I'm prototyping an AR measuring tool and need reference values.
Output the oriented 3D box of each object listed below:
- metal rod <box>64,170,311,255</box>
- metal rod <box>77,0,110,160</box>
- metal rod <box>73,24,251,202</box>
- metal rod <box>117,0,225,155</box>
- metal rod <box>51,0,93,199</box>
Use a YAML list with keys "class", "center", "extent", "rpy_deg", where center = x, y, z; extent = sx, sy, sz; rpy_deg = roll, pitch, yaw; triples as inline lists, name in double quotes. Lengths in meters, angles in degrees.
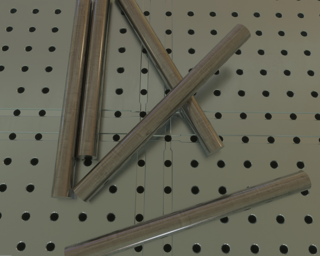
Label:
- class: "metal rod"
  center: [0.038, 0.107, 0.372]
  extent: [0.302, 0.025, 0.025]
  rpy_deg: [-16, 71, -6]
- class: "metal rod"
  center: [-0.092, -0.103, 0.448]
  extent: [0.025, 0.025, 0.299]
  rpy_deg: [1, 70, 0]
- class: "metal rod"
  center: [0.007, -0.024, 0.398]
  extent: [0.025, 0.025, 0.300]
  rpy_deg: [43, 83, 13]
- class: "metal rod"
  center: [0.004, -0.096, 0.446]
  extent: [0.025, 0.025, 0.299]
  rpy_deg: [-26, 72, -9]
- class: "metal rod"
  center: [-0.119, -0.055, 0.430]
  extent: [0.025, 0.025, 0.299]
  rpy_deg: [1, 70, 0]
